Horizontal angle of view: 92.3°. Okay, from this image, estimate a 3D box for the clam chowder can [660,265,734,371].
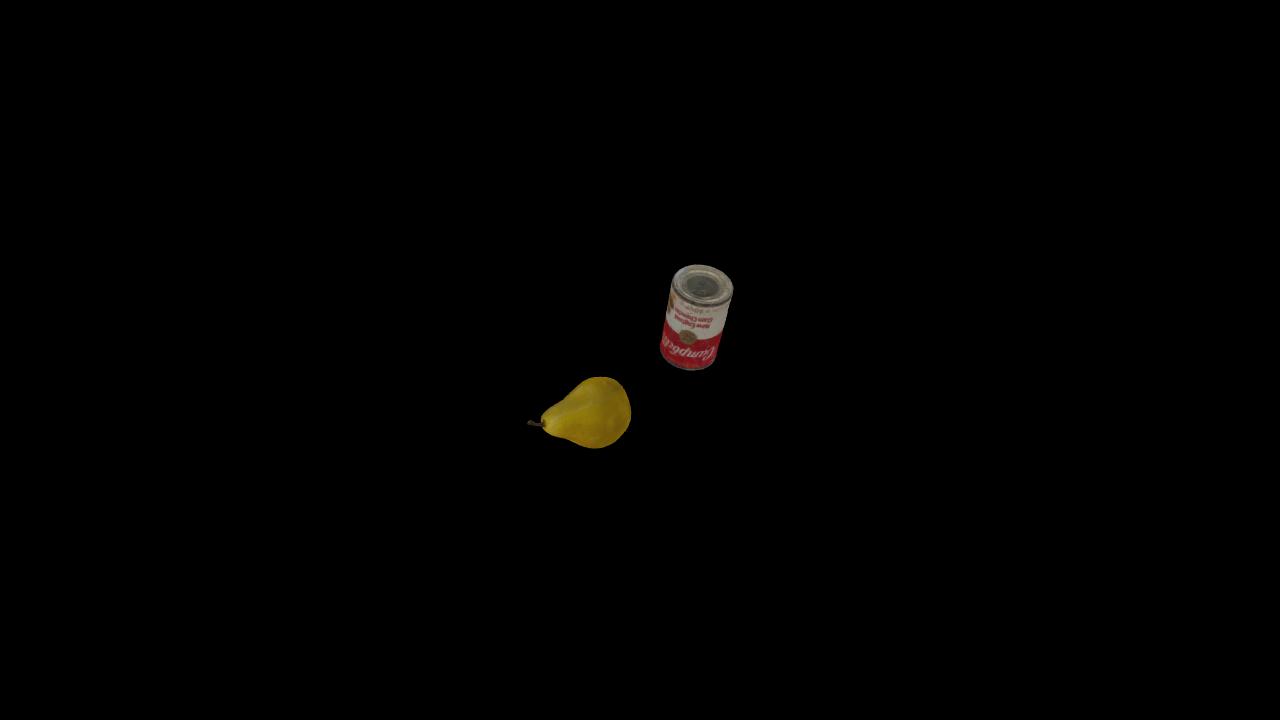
[{"bbox_3d":[0.062,-0.047,0.684,0.068,0.068,0.102,0,-44,-8],"label":"clam chowder can"}]

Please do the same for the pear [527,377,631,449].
[{"bbox_3d":[-0.066,0.061,0.637,0.111,0.080,0.080,-16,8,-27],"label":"pear"}]
